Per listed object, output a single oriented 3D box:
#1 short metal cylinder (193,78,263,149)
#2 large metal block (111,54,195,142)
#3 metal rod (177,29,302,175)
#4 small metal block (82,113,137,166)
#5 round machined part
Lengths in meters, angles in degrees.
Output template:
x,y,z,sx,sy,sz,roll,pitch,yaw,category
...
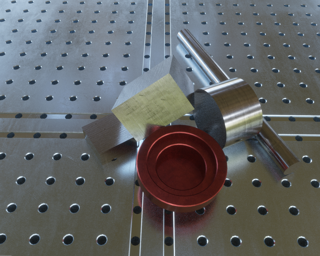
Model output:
x,y,z,sx,sy,sz,roll,pitch,yaw,category
0.082,-0.018,0.388,0.050,0.080,0.080,-20,53,-16,short metal cylinder
-0.005,-0.039,0.384,0.080,0.050,0.080,-30,21,19,large metal block
0.100,-0.058,0.457,0.025,0.025,0.300,-18,52,-15,metal rod
-0.064,0.012,0.397,0.050,0.025,0.050,-27,55,-21,small metal block
0.022,0.048,0.351,0.099,0.042,0.098,2,57,-3,round machined part
